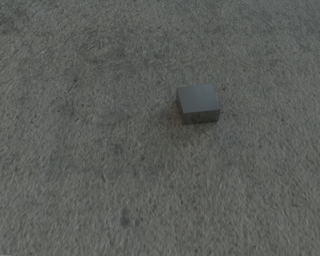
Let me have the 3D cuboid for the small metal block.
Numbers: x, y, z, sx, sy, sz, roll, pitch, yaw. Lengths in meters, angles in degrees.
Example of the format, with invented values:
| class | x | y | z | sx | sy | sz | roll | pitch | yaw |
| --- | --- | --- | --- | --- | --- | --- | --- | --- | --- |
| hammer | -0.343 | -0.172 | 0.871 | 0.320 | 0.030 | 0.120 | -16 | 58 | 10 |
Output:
| class | x | y | z | sx | sy | sz | roll | pitch | yaw |
| --- | --- | --- | --- | --- | --- | --- | --- | --- | --- |
| small metal block | 0.052 | -0.033 | 0.432 | 0.050 | 0.025 | 0.050 | -6 | 50 | -6 |
